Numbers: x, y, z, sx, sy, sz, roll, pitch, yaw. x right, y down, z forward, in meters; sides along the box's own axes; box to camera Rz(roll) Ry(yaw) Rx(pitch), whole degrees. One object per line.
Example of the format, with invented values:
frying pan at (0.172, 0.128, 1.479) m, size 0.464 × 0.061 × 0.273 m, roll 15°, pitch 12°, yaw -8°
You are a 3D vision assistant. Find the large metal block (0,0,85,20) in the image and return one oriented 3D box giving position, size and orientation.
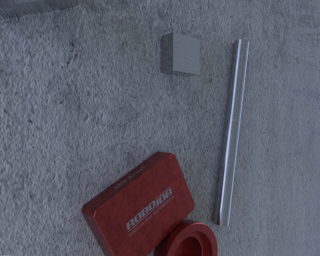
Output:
large metal block at (-0.118, -0.155, 0.289) m, size 0.081 × 0.050 × 0.080 m, roll -29°, pitch 108°, yaw -36°

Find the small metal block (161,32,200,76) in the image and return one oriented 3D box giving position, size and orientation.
small metal block at (0.028, -0.100, 0.428) m, size 0.050 × 0.025 × 0.050 m, roll 0°, pitch 90°, yaw -40°

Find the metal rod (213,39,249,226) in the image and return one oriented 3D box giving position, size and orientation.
metal rod at (0.116, 0.004, 0.501) m, size 0.025 × 0.025 × 0.298 m, roll 14°, pitch 81°, yaw -39°

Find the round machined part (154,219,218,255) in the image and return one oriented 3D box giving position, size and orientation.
round machined part at (0.030, 0.173, 0.419) m, size 0.099 × 0.042 × 0.097 m, roll -1°, pitch 91°, yaw -40°

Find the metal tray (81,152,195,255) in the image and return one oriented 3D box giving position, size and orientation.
metal tray at (-0.020, 0.099, 0.385) m, size 0.131 × 0.030 × 0.090 m, roll -34°, pitch 111°, yaw -35°
